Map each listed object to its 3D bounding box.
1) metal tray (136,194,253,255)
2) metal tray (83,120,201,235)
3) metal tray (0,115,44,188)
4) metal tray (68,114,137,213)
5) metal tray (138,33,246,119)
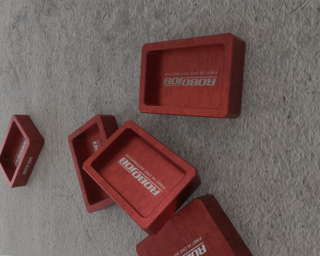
[{"bbox_3d":[0.035,0.152,0.373,0.129,0.030,0.090,-47,62,30],"label":"metal tray"},{"bbox_3d":[-0.025,0.057,0.391,0.090,0.030,0.130,-46,55,-13],"label":"metal tray"},{"bbox_3d":[-0.292,0.048,0.643,0.090,0.030,0.129,46,117,30],"label":"metal tray"},{"bbox_3d":[-0.091,0.055,0.477,0.090,0.030,0.130,-31,71,35],"label":"metal tray"},{"bbox_3d":[0.033,-0.060,0.374,0.130,0.030,0.089,6,94,39],"label":"metal tray"}]
